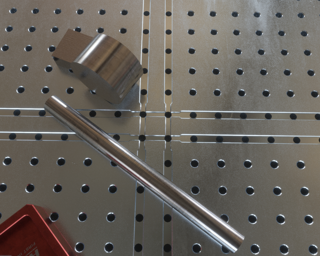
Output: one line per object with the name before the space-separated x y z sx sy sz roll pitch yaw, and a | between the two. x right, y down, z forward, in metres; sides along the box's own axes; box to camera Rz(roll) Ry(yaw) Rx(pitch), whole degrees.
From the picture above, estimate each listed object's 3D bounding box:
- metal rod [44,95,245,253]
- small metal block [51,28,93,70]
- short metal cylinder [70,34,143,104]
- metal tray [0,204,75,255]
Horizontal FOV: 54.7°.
metal rod | -0.028 0.051 0.392 0.300 0.025 0.025 35 74 11
small metal block | -0.119 -0.110 0.450 0.050 0.025 0.050 22 71 7
short metal cylinder | -0.070 -0.076 0.410 0.080 0.080 0.050 32 73 10
metal tray | -0.171 0.161 0.347 0.130 0.030 0.090 -38 75 -13
